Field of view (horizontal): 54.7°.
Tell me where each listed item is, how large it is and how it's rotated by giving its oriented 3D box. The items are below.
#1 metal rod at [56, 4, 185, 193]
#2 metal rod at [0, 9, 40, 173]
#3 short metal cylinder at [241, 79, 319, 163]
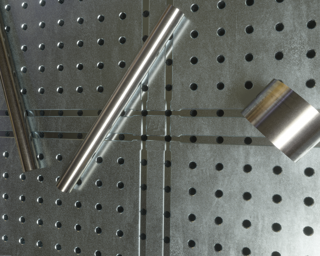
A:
[{"bbox_3d":[-0.061,-0.033,0.432,0.025,0.025,0.299,37,101,16],"label":"metal rod"},{"bbox_3d":[-0.241,-0.076,0.495,0.025,0.025,0.298,-18,84,19],"label":"metal rod"},{"bbox_3d":[0.135,-0.008,0.336,0.080,0.080,0.050,46,104,14],"label":"short metal cylinder"}]
